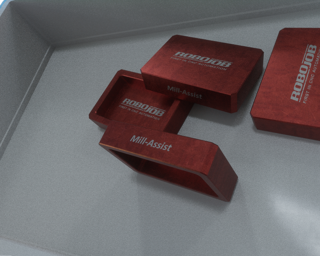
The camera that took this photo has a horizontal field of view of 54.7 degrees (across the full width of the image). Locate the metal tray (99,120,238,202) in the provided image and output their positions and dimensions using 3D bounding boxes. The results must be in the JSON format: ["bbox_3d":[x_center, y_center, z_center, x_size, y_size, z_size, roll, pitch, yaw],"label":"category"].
[{"bbox_3d":[0.009,0.035,0.336,0.130,0.090,0.030,12,68,33],"label":"metal tray"}]

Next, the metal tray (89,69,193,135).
[{"bbox_3d":[-0.027,-0.028,0.432,0.130,0.030,0.090,20,72,35],"label":"metal tray"}]

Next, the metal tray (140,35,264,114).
[{"bbox_3d":[0.053,-0.074,0.395,0.130,0.030,0.090,19,55,28],"label":"metal tray"}]

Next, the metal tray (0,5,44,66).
[{"bbox_3d":[-0.315,-0.208,0.694,0.090,0.030,0.130,-16,55,18],"label":"metal tray"}]

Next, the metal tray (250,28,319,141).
[{"bbox_3d":[0.166,-0.054,0.348,0.090,0.030,0.130,12,68,33],"label":"metal tray"}]
